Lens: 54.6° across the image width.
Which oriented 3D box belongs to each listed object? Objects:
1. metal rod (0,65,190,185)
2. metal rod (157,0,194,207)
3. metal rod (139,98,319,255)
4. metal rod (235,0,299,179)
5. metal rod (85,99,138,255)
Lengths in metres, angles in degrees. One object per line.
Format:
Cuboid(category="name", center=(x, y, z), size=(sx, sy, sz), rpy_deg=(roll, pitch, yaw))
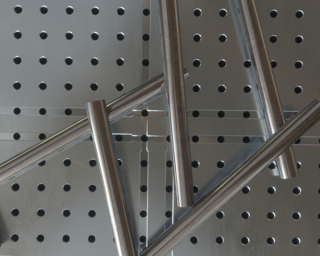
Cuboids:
Cuboid(category="metal rod", center=(-0.097, -0.003, 0.412), size=(0.301, 0.025, 0.025), rpy_deg=(-30, 90, 0))
Cuboid(category="metal rod", center=(0.019, -0.046, 0.390), size=(0.025, 0.025, 0.298), rpy_deg=(-6, 99, 0))
Cuboid(category="metal rod", center=(0.089, 0.075, 0.398), size=(0.300, 0.025, 0.025), rpy_deg=(-43, 90, 6))
Cuboid(category="metal rod", center=(0.136, -0.081, 0.414), size=(0.025, 0.025, 0.299), rpy_deg=(-14, 90, 0))
Cuboid(category="metal rod", center=(-0.052, 0.113, 0.399), size=(0.025, 0.025, 0.298), rpy_deg=(-11, 96, 0))
